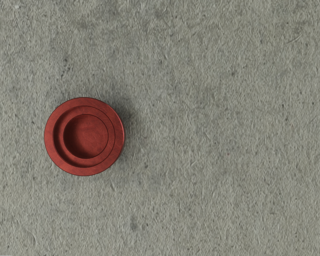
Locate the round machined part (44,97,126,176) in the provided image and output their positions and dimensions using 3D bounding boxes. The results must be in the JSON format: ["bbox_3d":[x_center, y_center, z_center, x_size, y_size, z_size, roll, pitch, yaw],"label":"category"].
[{"bbox_3d":[-0.093,0.011,0.401,0.099,0.042,0.097,0,90,0],"label":"round machined part"}]
